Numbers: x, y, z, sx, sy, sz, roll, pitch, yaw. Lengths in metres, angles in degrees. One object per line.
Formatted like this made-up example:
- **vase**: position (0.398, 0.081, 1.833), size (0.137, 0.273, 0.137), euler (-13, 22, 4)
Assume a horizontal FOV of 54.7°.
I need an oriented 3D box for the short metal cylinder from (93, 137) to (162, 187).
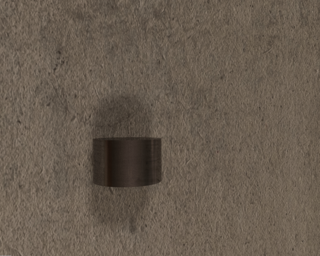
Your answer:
- **short metal cylinder**: position (-0.038, 0.037, 0.366), size (0.081, 0.080, 0.050), euler (0, 91, -20)
